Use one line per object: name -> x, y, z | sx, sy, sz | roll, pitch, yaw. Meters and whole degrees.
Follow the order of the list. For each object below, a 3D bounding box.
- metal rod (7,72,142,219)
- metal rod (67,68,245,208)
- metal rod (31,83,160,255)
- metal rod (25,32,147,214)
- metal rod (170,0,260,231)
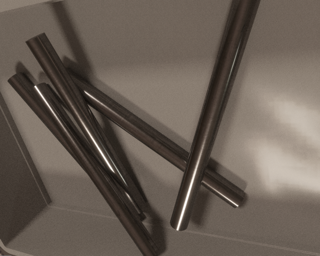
metal rod -> -0.131, 0.038, 0.498 | 0.025, 0.025, 0.300 | -31, 102, 37
metal rod -> -0.017, 0.010, 0.422 | 0.301, 0.025, 0.025 | 35, 129, 4
metal rod -> -0.096, 0.061, 0.457 | 0.025, 0.025, 0.299 | -38, 86, 38
metal rod -> -0.090, 0.011, 0.437 | 0.025, 0.025, 0.299 | -8, 122, 31
metal rod -> 0.054, 0.005, 0.360 | 0.025, 0.025, 0.298 | 21, 119, 15
